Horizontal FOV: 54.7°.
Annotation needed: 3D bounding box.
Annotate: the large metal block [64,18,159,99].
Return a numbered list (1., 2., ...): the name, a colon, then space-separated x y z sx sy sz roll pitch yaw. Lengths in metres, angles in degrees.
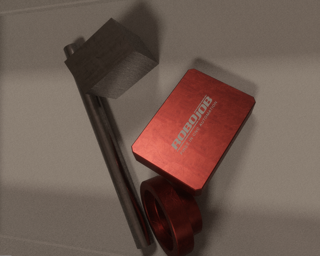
1. large metal block: -0.059 -0.084 0.401 0.080 0.080 0.050 -38 78 16

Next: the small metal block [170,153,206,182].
1. small metal block: 0.032 0.049 0.385 0.050 0.050 0.025 39 102 15

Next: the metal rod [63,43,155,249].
1. metal rod: -0.074 0.020 0.435 0.025 0.025 0.299 -24 82 18

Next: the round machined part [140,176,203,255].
1. round machined part: 0.016 0.103 0.376 0.042 0.098 0.098 -19 82 -21

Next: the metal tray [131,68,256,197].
1. metal tray: 0.040 0.001 0.362 0.090 0.030 0.130 30 71 17
